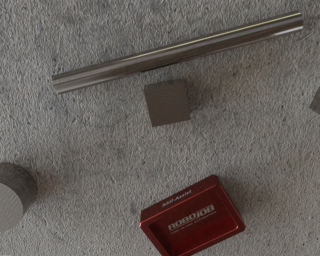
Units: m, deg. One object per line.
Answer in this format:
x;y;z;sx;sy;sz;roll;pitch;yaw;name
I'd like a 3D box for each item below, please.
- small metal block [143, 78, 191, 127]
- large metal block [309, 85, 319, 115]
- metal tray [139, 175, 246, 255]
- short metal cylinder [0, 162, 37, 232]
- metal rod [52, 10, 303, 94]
0.009;-0.033;0.398;0.050;0.025;0.050;-11;110;3;small metal block
0.246;-0.025;0.375;0.080;0.080;0.050;16;109;-6;large metal block
0.047;0.137;0.458;0.130;0.030;0.090;-29;108;10;metal tray
-0.220;0.095;0.428;0.081;0.050;0.079;0;110;-1;short metal cylinder
0.017;-0.090;0.376;0.301;0.025;0.025;-14;110;4;metal rod
